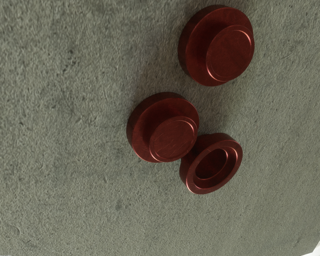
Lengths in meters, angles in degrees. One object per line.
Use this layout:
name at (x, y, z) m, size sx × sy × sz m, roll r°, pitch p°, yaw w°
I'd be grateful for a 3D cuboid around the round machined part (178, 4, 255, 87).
round machined part at (0.075, -0.096, 0.377) m, size 0.099 × 0.042 × 0.097 m, roll -14°, pitch 124°, yaw -21°

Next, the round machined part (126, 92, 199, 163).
round machined part at (0.009, 0.006, 0.404) m, size 0.099 × 0.042 × 0.097 m, roll -14°, pitch 124°, yaw -21°

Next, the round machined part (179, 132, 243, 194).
round machined part at (0.071, 0.048, 0.461) m, size 0.099 × 0.042 × 0.097 m, roll -17°, pitch 128°, yaw -22°
